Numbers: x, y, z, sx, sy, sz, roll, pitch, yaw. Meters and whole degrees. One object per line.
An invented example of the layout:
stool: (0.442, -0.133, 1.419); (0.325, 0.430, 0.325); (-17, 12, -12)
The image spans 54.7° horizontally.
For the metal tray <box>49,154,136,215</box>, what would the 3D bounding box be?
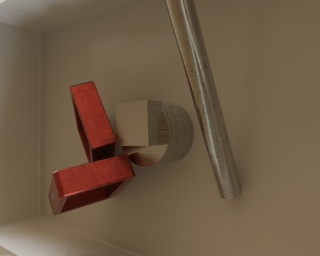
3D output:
metal tray: (-0.095, 0.078, 0.409); (0.129, 0.091, 0.030); (-49, 58, 58)

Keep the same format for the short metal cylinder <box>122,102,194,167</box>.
short metal cylinder: (-0.005, 0.007, 0.393); (0.080, 0.050, 0.079); (0, 90, 39)

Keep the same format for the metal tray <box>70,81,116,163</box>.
metal tray: (-0.092, 0.007, 0.429); (0.129, 0.030, 0.090); (110, 139, -63)

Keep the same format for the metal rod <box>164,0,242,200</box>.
metal rod: (0.034, -0.062, 0.295); (0.025, 0.025, 0.298); (-2, 115, 40)

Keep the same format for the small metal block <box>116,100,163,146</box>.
small metal block: (-0.024, -0.005, 0.360); (0.050, 0.025, 0.050); (-3, 88, 39)
